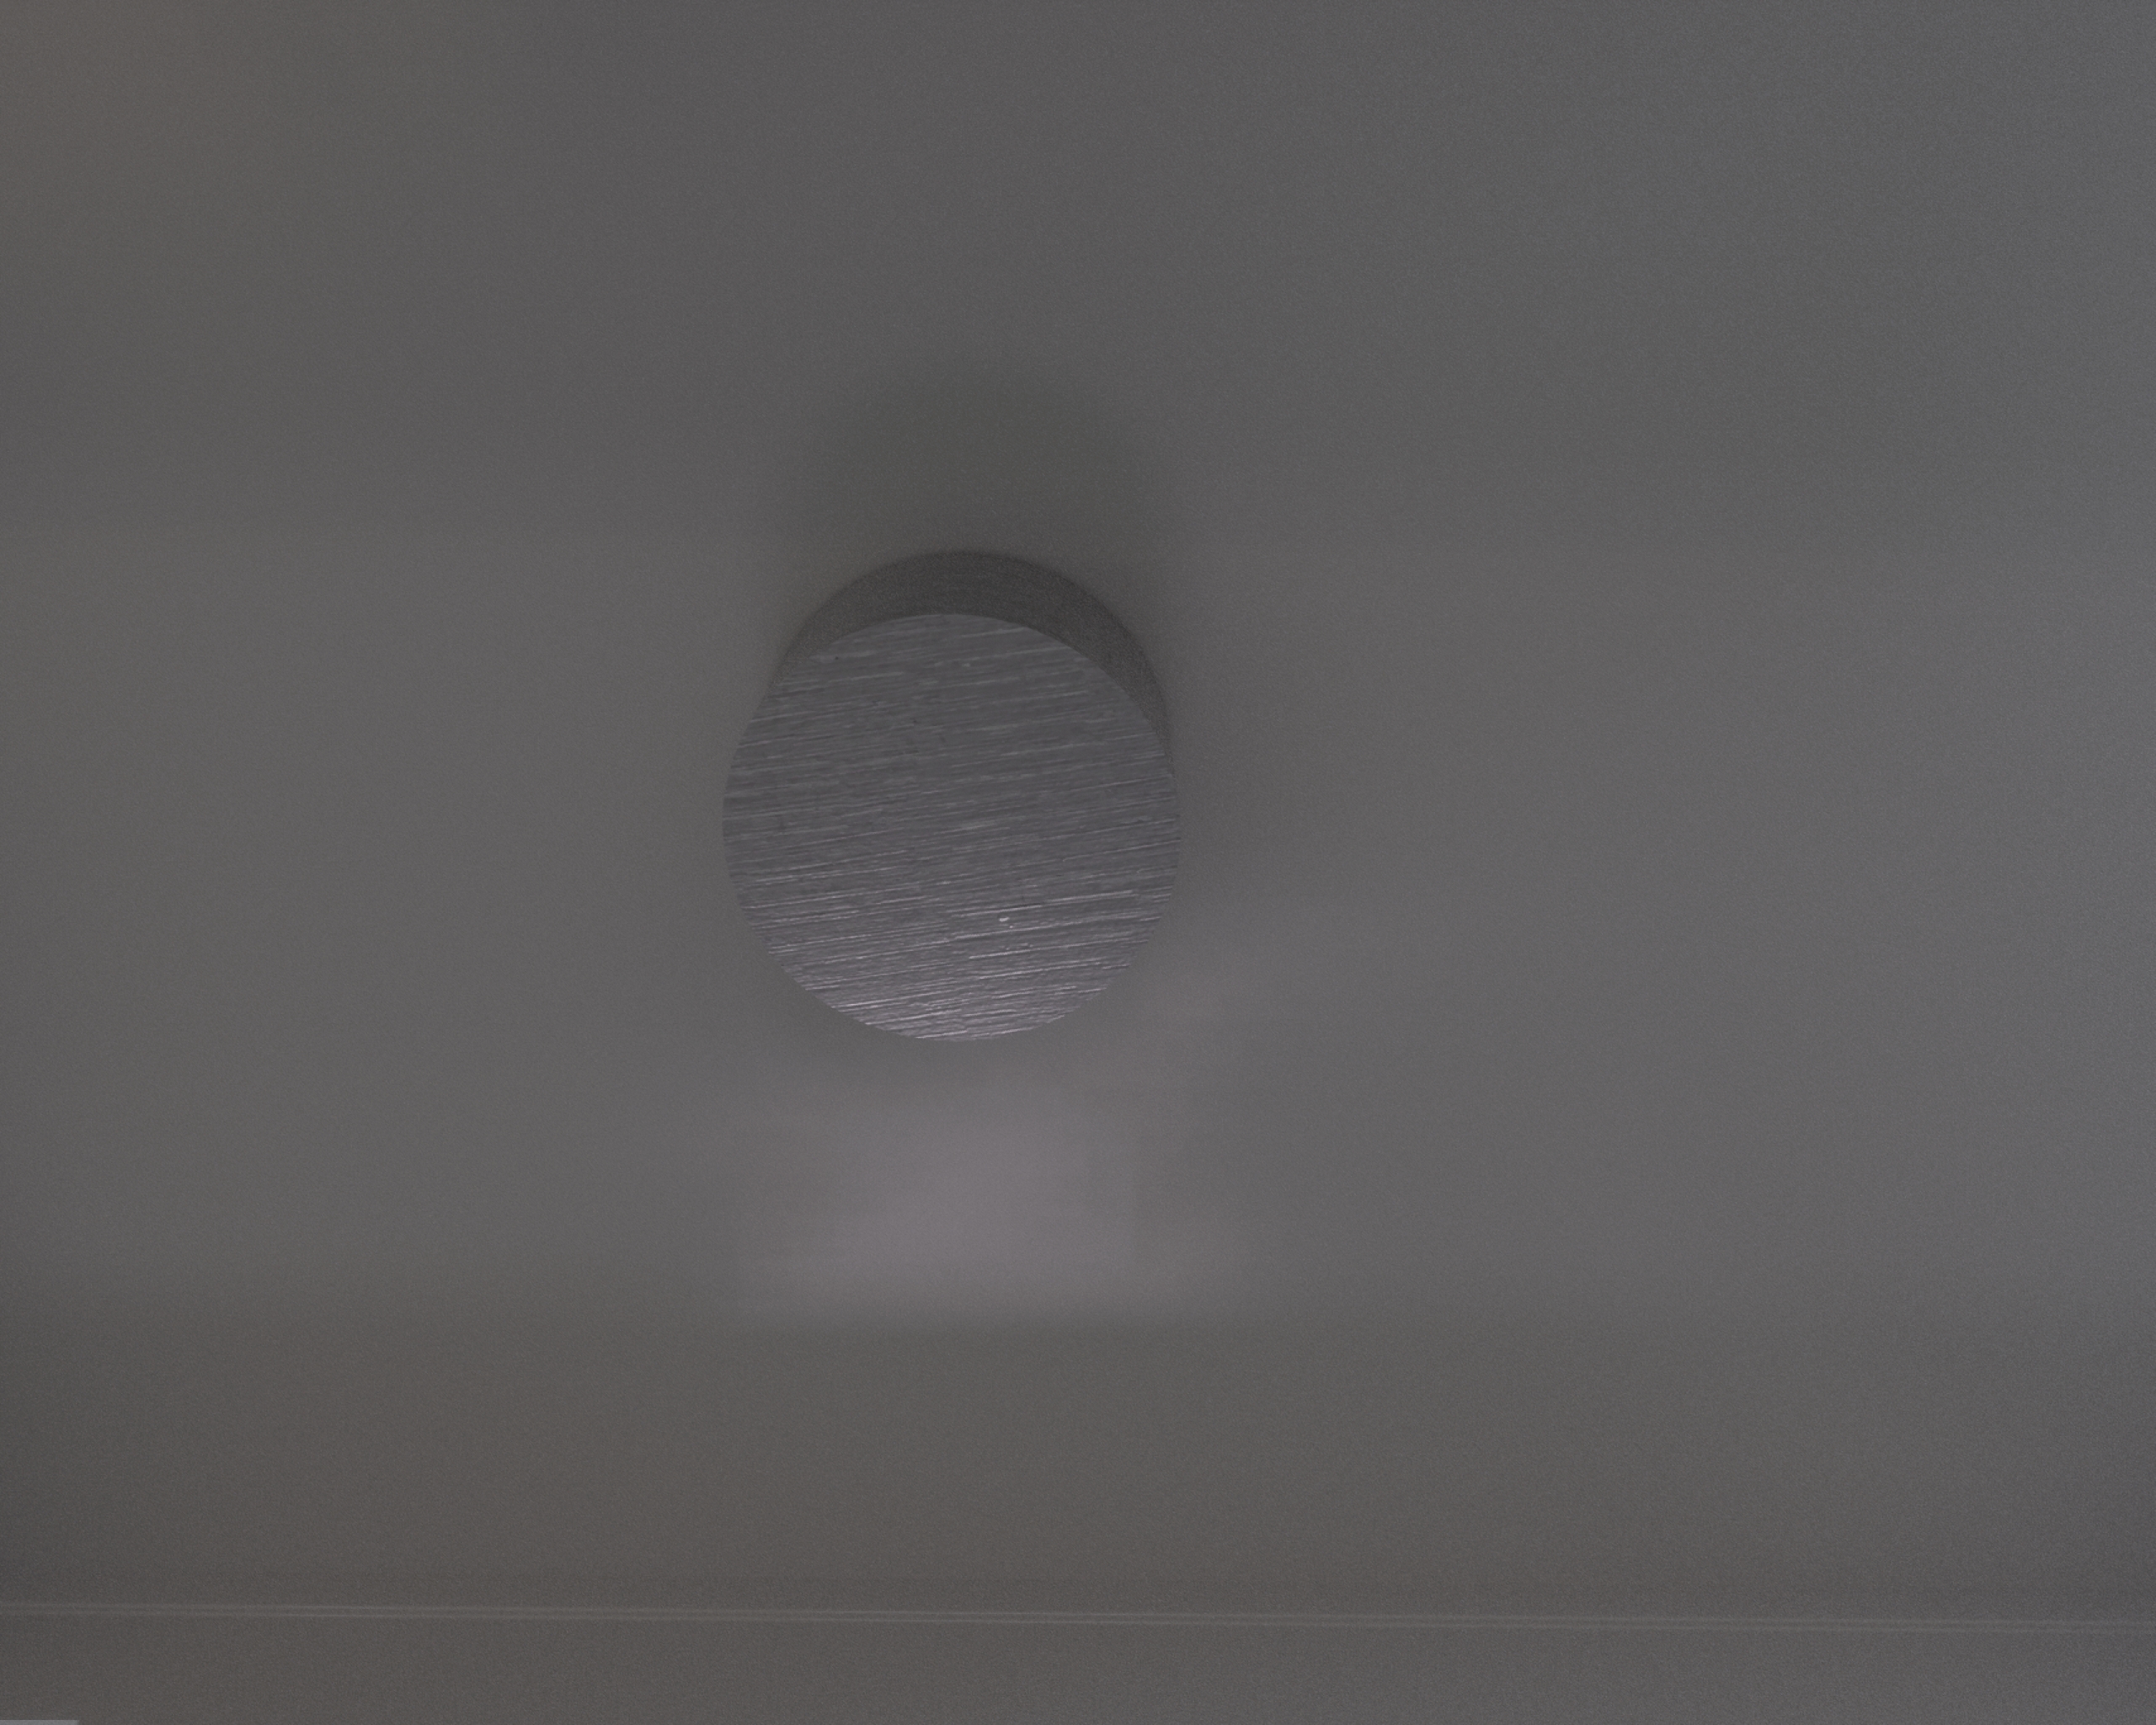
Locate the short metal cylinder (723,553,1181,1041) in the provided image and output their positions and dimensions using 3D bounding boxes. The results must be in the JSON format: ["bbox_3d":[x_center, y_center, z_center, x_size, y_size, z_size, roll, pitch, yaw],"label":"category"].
[{"bbox_3d":[-0.022,-0.013,0.390,0.080,0.050,0.079,0,110,0],"label":"short metal cylinder"}]
